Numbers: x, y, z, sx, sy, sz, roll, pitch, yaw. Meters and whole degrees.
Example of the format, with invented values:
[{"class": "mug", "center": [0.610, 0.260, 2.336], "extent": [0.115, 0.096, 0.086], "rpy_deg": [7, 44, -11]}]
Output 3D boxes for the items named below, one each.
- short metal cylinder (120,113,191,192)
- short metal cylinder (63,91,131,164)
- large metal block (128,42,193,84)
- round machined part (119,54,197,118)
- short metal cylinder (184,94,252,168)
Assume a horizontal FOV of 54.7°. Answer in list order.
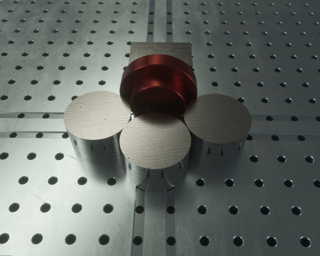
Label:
[{"class": "short metal cylinder", "center": [-0.005, 0.028, 0.368], "extent": [0.081, 0.050, 0.080], "rpy_deg": [0, 50, 0]}, {"class": "short metal cylinder", "center": [-0.075, -0.002, 0.392], "extent": [0.081, 0.050, 0.080], "rpy_deg": [0, 50, 0]}, {"class": "large metal block", "center": [0.001, -0.071, 0.431], "extent": [0.081, 0.080, 0.050], "rpy_deg": [1, 50, 0]}, {"class": "round machined part", "center": [-0.002, -0.041, 0.392], "extent": [0.099, 0.097, 0.042], "rpy_deg": [1, 50, 1]}, {"class": "short metal cylinder", "center": [0.069, 0.003, 0.390], "extent": [0.081, 0.050, 0.080], "rpy_deg": [0, 50, 0]}]
